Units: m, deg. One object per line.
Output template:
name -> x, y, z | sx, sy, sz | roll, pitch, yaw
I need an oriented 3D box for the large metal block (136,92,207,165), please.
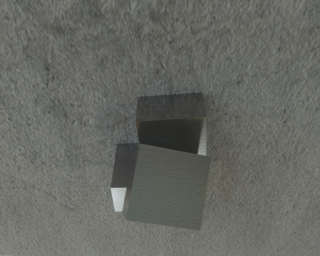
large metal block -> 0.016, 0.004, 0.395 | 0.080, 0.050, 0.080 | -4, 130, 3

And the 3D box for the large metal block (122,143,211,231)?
large metal block -> 0.006, 0.066, 0.353 | 0.081, 0.080, 0.050 | 11, 171, -10

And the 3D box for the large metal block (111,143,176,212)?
large metal block -> -0.020, 0.066, 0.427 | 0.081, 0.080, 0.050 | -1, 130, 0
